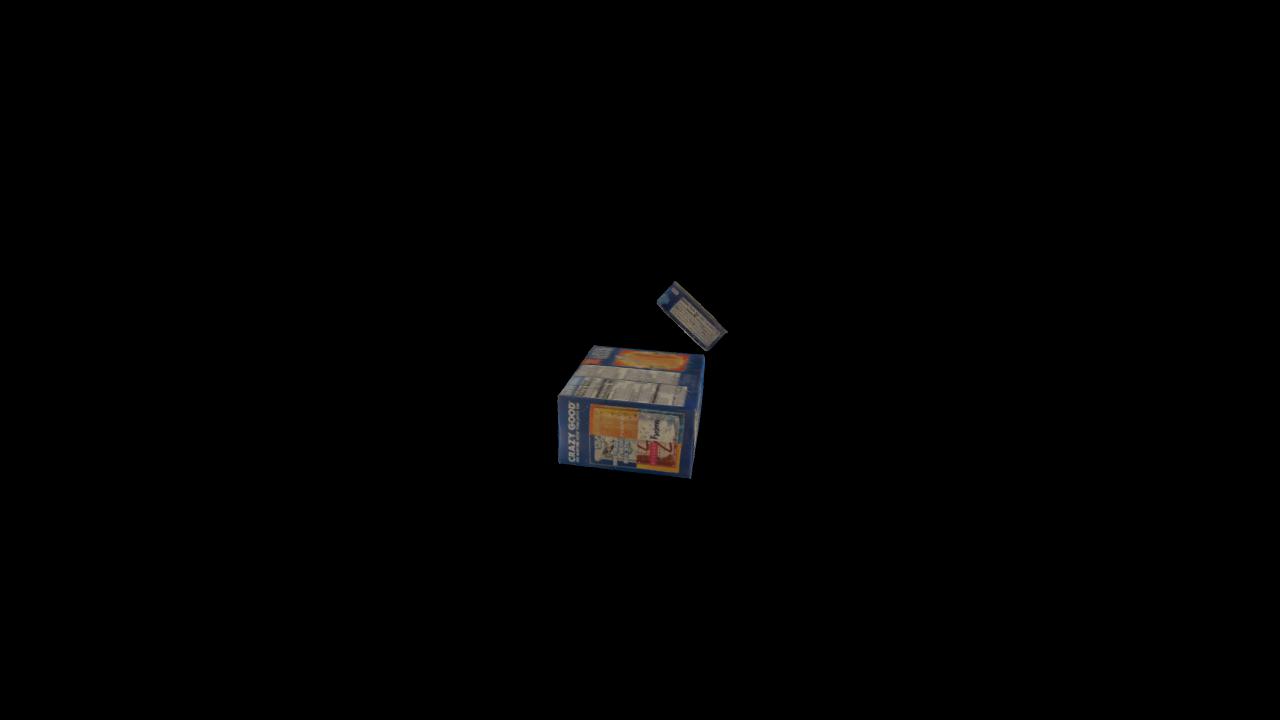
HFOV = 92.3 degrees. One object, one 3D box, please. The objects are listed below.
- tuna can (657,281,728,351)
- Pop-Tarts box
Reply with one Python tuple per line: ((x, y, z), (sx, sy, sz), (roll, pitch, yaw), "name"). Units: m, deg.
((0.058, -0.049, 0.696), (0.084, 0.034, 0.084), (43, 7, -7), "tuna can")
((-0.003, 0.051, 0.687), (0.141, 0.083, 0.167), (5, 19, 7), "Pop-Tarts box")
